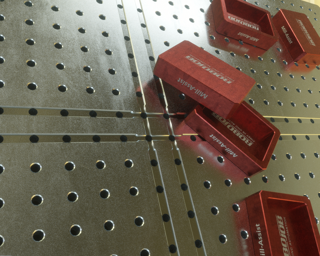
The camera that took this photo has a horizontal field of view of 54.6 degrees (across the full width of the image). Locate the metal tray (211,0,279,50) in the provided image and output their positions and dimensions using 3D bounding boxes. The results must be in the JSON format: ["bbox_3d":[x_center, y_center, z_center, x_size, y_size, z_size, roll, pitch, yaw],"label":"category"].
[{"bbox_3d":[0.171,-0.216,0.627,0.131,0.030,0.090,11,57,-22],"label":"metal tray"}]

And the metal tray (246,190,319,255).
[{"bbox_3d":[0.166,0.152,0.400,0.091,0.030,0.130,12,57,-22],"label":"metal tray"}]

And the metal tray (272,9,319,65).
[{"bbox_3d":[0.317,-0.206,0.700,0.091,0.030,0.130,-2,63,-29],"label":"metal tray"}]

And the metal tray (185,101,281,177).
[{"bbox_3d":[0.112,-0.002,0.465,0.130,0.030,0.090,40,51,-1],"label":"metal tray"}]

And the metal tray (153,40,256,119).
[{"bbox_3d":[0.067,-0.076,0.459,0.130,0.030,0.090,34,42,12],"label":"metal tray"}]
